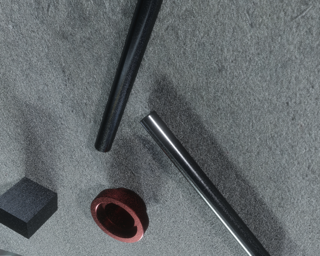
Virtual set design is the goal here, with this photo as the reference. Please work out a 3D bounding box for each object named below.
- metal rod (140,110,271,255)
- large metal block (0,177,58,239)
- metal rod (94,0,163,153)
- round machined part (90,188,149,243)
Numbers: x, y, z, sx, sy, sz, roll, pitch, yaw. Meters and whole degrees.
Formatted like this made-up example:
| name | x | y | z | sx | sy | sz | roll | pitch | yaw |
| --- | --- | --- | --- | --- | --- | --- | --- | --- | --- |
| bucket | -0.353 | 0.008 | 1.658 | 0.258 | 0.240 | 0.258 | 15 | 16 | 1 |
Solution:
| name | x | y | z | sx | sy | sz | roll | pitch | yaw |
| --- | --- | --- | --- | --- | --- | --- | --- | --- | --- |
| metal rod | 0.076 | 0.100 | 0.427 | 0.025 | 0.025 | 0.300 | -32 | 101 | 38 |
| large metal block | -0.258 | 0.152 | 0.598 | 0.080 | 0.080 | 0.050 | 23 | 127 | 14 |
| metal rod | -0.036 | -0.079 | 0.375 | 0.025 | 0.025 | 0.298 | 31 | 128 | 8 |
| round machined part | -0.062 | 0.138 | 0.512 | 0.098 | 0.042 | 0.097 | 13 | 124 | 20 |
